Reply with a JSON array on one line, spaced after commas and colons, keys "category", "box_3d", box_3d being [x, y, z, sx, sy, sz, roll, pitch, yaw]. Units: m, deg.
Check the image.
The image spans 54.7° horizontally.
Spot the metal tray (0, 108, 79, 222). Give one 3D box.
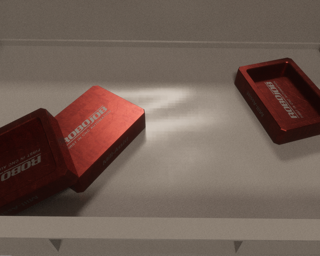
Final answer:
[{"category": "metal tray", "box_3d": [-0.165, 0.046, 0.333, 0.131, 0.030, 0.090, -27, 63, -4]}]

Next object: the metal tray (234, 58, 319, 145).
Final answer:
[{"category": "metal tray", "box_3d": [0.176, -0.043, 0.440, 0.091, 0.030, 0.130, -13, 51, -11]}]

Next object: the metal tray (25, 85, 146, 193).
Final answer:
[{"category": "metal tray", "box_3d": [-0.091, 0.008, 0.394, 0.090, 0.030, 0.131, 28, 55, 21]}]
